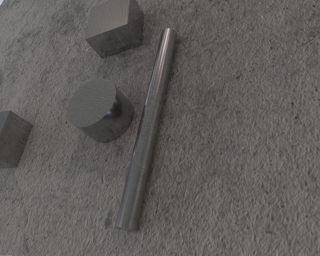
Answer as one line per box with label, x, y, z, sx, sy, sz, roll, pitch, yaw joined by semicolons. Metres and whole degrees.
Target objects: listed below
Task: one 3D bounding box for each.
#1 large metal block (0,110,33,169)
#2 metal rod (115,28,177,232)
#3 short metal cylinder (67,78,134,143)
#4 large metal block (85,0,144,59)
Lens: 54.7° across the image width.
large metal block;-0.273;0.021;0.518;0.080;0.050;0.080;-6;59;25
metal rod;-0.012;-0.016;0.419;0.025;0.025;0.300;-3;60;27
short metal cylinder;-0.085;-0.025;0.448;0.080;0.050;0.080;-13;56;21
large metal block;-0.076;-0.177;0.536;0.080;0.050;0.080;-13;56;21
